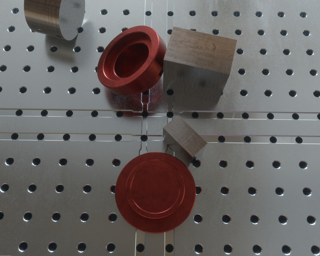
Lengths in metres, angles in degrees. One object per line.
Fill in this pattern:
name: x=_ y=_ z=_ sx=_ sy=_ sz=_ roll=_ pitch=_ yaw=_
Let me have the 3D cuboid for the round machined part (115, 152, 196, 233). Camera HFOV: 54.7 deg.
round machined part: x=-0.005 y=0.076 z=0.375 sx=0.099 sy=0.042 sz=0.098 roll=0 pitch=70 yaw=0

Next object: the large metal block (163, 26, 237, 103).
large metal block: x=0.050 y=-0.081 z=0.412 sx=0.080 sy=0.080 sz=0.050 roll=14 pitch=71 yaw=5

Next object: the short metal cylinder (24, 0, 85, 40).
short metal cylinder: x=-0.148 y=-0.172 z=0.444 sx=0.050 sy=0.080 sz=0.080 roll=16 pitch=71 yaw=6

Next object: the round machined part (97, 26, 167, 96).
round machined part: x=-0.033 y=-0.086 z=0.419 sx=0.098 sy=0.042 sz=0.098 roll=-15 pitch=57 yaw=26

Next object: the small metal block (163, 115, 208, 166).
small metal block: x=0.030 y=0.017 z=0.392 sx=0.025 sy=0.050 sz=0.050 roll=-41 pitch=75 yaw=-13
